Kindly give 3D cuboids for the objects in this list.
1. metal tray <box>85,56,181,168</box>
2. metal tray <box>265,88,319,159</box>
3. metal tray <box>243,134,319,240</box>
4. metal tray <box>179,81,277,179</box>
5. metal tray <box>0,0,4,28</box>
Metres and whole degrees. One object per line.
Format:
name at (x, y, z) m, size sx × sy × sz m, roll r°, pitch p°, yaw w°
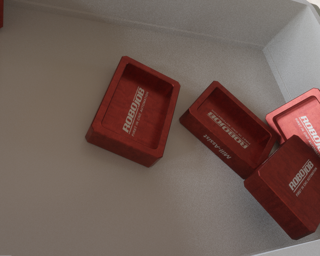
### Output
metal tray at (-0.030, -0.024, 0.400) m, size 0.090 × 0.030 × 0.130 m, roll 25°, pitch 53°, yaw -13°
metal tray at (0.236, 0.015, 0.478) m, size 0.030 × 0.090 × 0.130 m, roll 6°, pitch 55°, yaw -56°
metal tray at (0.178, 0.071, 0.408) m, size 0.131 × 0.030 × 0.090 m, roll -28°, pitch 72°, yaw -43°
metal tray at (0.103, 0.000, 0.457) m, size 0.130 × 0.030 × 0.090 m, roll 42°, pitch 51°, yaw 1°
metal tray at (-0.215, -0.171, 0.325) m, size 0.091 × 0.129 × 0.030 m, roll -2°, pitch 52°, yaw -29°
